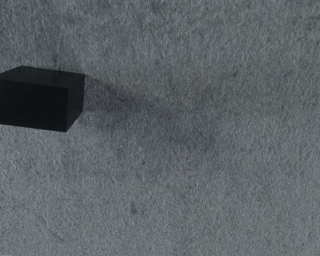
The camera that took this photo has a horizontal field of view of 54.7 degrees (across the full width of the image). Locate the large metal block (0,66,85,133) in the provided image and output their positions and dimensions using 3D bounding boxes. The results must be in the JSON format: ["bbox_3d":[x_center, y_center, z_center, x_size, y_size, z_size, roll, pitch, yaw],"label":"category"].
[{"bbox_3d":[-0.139,-0.037,0.365,0.081,0.080,0.050,7,110,-3],"label":"large metal block"}]
